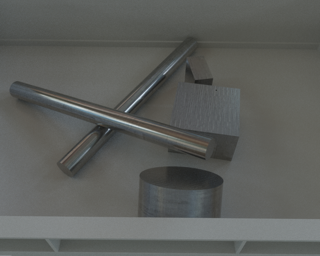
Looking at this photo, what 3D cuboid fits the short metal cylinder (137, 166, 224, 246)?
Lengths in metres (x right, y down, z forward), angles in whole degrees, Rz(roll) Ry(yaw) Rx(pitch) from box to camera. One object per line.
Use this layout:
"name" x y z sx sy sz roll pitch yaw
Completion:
"short metal cylinder" 0.019 0.072 0.302 0.081 0.050 0.080 3 7 0

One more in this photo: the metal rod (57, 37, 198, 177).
"metal rod" -0.029 -0.047 0.444 0.025 0.025 0.301 27 55 20

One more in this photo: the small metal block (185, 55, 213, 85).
"small metal block" 0.055 -0.068 0.447 0.025 0.050 0.050 -7 51 -6

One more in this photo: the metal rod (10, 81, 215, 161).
"metal rod" -0.078 -0.017 0.385 0.301 0.025 0.025 17 51 26

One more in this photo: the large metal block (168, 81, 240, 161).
"large metal block" 0.057 -0.010 0.398 0.080 0.050 0.080 8 50 6
